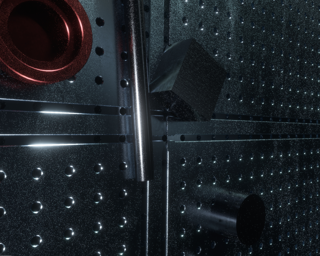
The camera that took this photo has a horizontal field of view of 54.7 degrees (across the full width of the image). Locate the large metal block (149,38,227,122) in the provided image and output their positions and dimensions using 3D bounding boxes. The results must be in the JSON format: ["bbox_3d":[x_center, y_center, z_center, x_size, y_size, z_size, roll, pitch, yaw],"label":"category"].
[{"bbox_3d":[0.039,-0.063,0.428,0.080,0.050,0.080,35,69,-35],"label":"large metal block"}]

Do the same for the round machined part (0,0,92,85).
[{"bbox_3d":[-0.119,-0.091,0.299,0.099,0.042,0.097,0,90,-40],"label":"round machined part"}]

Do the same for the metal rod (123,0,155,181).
[{"bbox_3d":[-0.028,-0.084,0.386,0.025,0.025,0.298,-6,94,-40],"label":"metal rod"}]

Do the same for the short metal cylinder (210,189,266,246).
[{"bbox_3d":[0.127,0.143,0.503,0.081,0.050,0.079,0,90,-40],"label":"short metal cylinder"}]
